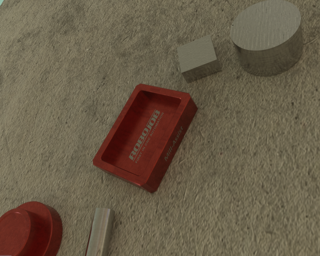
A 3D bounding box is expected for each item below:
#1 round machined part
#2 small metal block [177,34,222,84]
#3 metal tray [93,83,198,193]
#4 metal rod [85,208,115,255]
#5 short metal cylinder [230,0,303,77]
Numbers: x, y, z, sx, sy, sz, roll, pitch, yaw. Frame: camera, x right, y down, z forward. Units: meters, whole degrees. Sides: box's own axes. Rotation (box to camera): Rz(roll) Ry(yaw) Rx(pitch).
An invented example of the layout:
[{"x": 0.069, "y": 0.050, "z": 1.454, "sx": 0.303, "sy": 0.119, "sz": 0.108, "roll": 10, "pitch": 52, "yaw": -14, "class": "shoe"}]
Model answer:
[{"x": -0.180, "y": 0.142, "z": 0.400, "sx": 0.098, "sy": 0.042, "sz": 0.098, "roll": -13, "pitch": 56, "yaw": 21, "class": "round machined part"}, {"x": 0.055, "y": -0.097, "z": 0.435, "sx": 0.050, "sy": 0.025, "sz": 0.050, "roll": -18, "pitch": 55, "yaw": 17, "class": "small metal block"}, {"x": -0.019, "y": 0.008, "z": 0.405, "sx": 0.090, "sy": 0.030, "sz": 0.130, "roll": 17, "pitch": 70, "yaw": 34, "class": "metal tray"}, {"x": -0.084, "y": 0.231, "z": 0.306, "sx": 0.025, "sy": 0.025, "sz": 0.299, "roll": -7, "pitch": 59, "yaw": 25, "class": "metal rod"}, {"x": 0.134, "y": -0.111, "z": 0.386, "sx": 0.080, "sy": 0.050, "sz": 0.080, "roll": -13, "pitch": 56, "yaw": 21, "class": "short metal cylinder"}]
